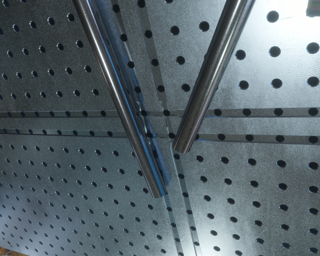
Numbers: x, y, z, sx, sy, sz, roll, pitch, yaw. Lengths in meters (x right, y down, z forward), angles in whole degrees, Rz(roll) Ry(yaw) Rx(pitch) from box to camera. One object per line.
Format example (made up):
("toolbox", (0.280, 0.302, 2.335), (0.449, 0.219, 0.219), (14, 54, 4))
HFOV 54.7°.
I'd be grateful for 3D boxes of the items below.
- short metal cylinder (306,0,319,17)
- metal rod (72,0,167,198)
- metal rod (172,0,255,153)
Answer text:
("short metal cylinder", (0.141, -0.123, 0.225), (0.050, 0.080, 0.079), (10, 123, 23))
("metal rod", (-0.048, -0.031, 0.416), (0.025, 0.025, 0.298), (-6, 116, 31))
("metal rod", (0.066, -0.088, 0.321), (0.025, 0.025, 0.298), (27, 128, 11))
